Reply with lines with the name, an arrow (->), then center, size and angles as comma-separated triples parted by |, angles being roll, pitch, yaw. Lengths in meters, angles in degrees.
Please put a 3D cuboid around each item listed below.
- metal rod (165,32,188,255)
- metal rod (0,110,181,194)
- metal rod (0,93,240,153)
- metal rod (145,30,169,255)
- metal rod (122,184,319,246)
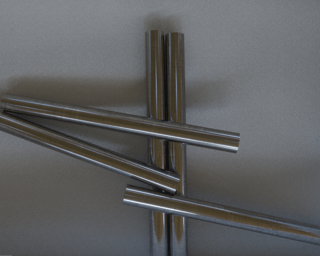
metal rod -> 0.022, 0.026, 0.409 | 0.025, 0.025, 0.298 | -1, 90, -1
metal rod -> -0.120, 0.021, 0.396 | 0.301, 0.025, 0.025 | 19, 90, 5
metal rod -> -0.054, -0.008, 0.390 | 0.302, 0.025, 0.025 | 10, 90, 6
metal rod -> -0.004, 0.024, 0.408 | 0.025, 0.025, 0.298 | -1, 90, -1
metal rod -> 0.103, 0.116, 0.394 | 0.302, 0.025, 0.025 | 13, 90, -6
